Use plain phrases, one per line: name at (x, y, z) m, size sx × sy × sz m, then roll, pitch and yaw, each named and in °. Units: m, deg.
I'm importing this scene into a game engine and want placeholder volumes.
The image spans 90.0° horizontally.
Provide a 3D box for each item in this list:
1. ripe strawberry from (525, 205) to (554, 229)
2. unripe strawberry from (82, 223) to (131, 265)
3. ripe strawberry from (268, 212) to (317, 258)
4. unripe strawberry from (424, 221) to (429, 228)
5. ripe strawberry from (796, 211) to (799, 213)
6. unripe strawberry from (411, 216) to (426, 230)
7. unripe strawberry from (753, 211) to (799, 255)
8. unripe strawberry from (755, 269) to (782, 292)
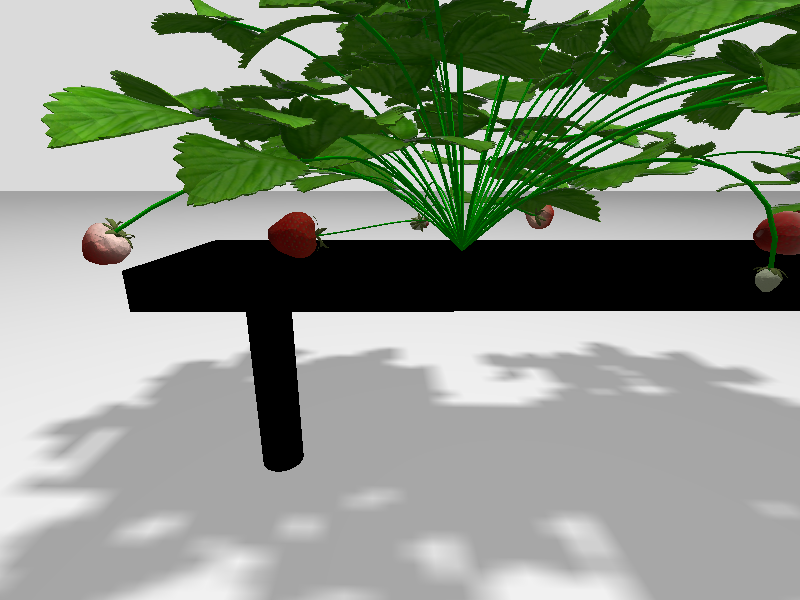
ripe strawberry at (0.179, -0.109, 0.510) m, size 0.034 × 0.036 × 0.037 m, roll 12°, pitch 20°, yaw 34°
unripe strawberry at (-0.209, -0.038, 0.284) m, size 0.028 × 0.029 × 0.026 m, roll -42°, pitch 22°, yaw 0°
ripe strawberry at (-0.086, -0.051, 0.319) m, size 0.038 × 0.037 × 0.035 m, roll -4°, pitch 17°, yaw -11°
unripe strawberry at (0.031, -0.097, 0.505) m, size 0.012 × 0.012 × 0.010 m, roll -2°, pitch 17°, yaw -8°
ripe strawberry at (0.528, -0.112, 0.516) m, size 0.039 × 0.035 × 0.035 m, roll 2°, pitch 16°, yaw 7°
unripe strawberry at (0.022, -0.093, 0.485) m, size 0.019 × 0.016 × 0.019 m, roll -4°, pitch 9°, yaw -13°
unripe strawberry at (0.307, -0.054, 0.322) m, size 0.040 × 0.034 × 0.039 m, roll -3°, pitch 17°, yaw -7°
unripe strawberry at (0.175, -0.009, 0.190) m, size 0.011 × 0.011 × 0.010 m, roll -12°, pitch 20°, yaw -34°
